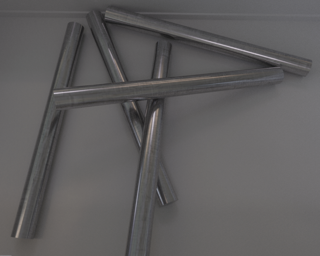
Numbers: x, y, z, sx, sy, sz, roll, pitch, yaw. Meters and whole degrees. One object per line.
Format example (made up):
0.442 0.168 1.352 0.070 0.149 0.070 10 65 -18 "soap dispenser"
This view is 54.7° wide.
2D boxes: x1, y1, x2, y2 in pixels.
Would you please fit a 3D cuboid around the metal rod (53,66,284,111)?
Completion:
0.025 -0.053 0.392 0.302 0.025 0.025 -9 70 -18 "metal rod"

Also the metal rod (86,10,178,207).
-0.045 -0.039 0.423 0.025 0.025 0.299 -21 71 -7 "metal rod"

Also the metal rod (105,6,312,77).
0.067 -0.127 0.452 0.301 0.025 0.025 16 71 4 "metal rod"

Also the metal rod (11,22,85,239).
-0.143 -0.011 0.412 0.025 0.025 0.299 6 70 2 "metal rod"

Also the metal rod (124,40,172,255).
-0.009 0.010 0.380 0.025 0.025 0.300 5 60 2 "metal rod"
